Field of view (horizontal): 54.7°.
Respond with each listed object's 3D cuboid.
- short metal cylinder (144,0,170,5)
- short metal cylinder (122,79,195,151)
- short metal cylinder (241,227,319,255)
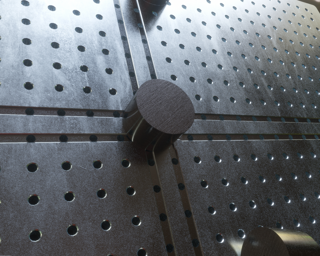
[{"bbox_3d":[-0.007,-0.268,0.554,0.081,0.050,0.080,14,56,-21],"label":"short metal cylinder"},{"bbox_3d":[-0.002,-0.016,0.402,0.081,0.050,0.080,14,56,-21],"label":"short metal cylinder"},{"bbox_3d":[0.138,0.157,0.354,0.050,0.080,0.080,12,57,-22],"label":"short metal cylinder"}]
